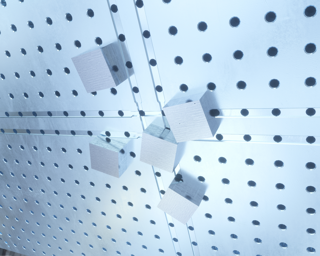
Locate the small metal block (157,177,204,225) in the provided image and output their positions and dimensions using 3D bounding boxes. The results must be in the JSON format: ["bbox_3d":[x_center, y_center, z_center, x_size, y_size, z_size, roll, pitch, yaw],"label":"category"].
[{"bbox_3d":[0.030,0.109,0.462,0.050,0.025,0.050,31,128,7],"label":"small metal block"}]

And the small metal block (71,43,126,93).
[{"bbox_3d":[-0.079,-0.077,0.404,0.050,0.025,0.050,-8,115,31],"label":"small metal block"}]

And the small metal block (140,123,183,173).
[{"bbox_3d":[0.002,0.028,0.426,0.050,0.025,0.050,19,126,16],"label":"small metal block"}]

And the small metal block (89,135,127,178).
[{"bbox_3d":[-0.079,0.044,0.478,0.050,0.025,0.050,16,125,18],"label":"small metal block"}]

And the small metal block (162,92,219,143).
[{"bbox_3d":[0.038,-0.012,0.382,0.050,0.025,0.050,-11,113,32],"label":"small metal block"}]
